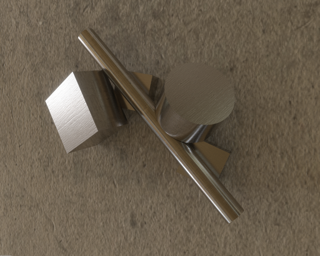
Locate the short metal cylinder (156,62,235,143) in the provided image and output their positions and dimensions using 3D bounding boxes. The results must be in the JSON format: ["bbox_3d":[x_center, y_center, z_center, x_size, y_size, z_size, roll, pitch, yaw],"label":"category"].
[{"bbox_3d":[0.039,-0.029,0.361,0.081,0.050,0.080,5,64,-11],"label":"short metal cylinder"}]

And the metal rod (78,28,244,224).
[{"bbox_3d":[-0.007,-0.012,0.385,0.025,0.025,0.300,-43,77,15],"label":"metal rod"}]

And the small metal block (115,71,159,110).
[{"bbox_3d":[-0.034,-0.049,0.421,0.050,0.025,0.050,13,94,19],"label":"small metal block"}]

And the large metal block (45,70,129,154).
[{"bbox_3d":[-0.099,-0.021,0.413,0.080,0.050,0.080,-31,80,41],"label":"large metal block"}]

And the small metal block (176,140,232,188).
[{"bbox_3d":[0.056,0.043,0.390,0.050,0.025,0.050,26,98,17],"label":"small metal block"}]
